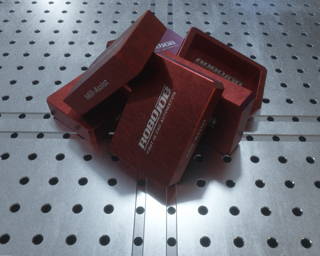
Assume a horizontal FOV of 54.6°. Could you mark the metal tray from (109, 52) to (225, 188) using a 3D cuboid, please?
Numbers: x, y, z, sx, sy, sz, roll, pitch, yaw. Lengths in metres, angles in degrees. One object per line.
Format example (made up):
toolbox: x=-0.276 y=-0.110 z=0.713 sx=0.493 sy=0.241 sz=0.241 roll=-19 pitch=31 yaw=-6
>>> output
metal tray: x=0.004 y=-0.010 z=0.354 sx=0.090 sy=0.129 sz=0.030 roll=31 pitch=18 yaw=24

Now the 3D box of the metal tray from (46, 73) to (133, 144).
metal tray: x=-0.080 y=-0.047 z=0.443 sx=0.090 sy=0.030 sz=0.131 roll=32 pitch=57 yaw=23

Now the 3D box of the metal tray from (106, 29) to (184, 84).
metal tray: x=-0.005 y=-0.109 z=0.472 sx=0.131 sy=0.030 sz=0.090 roll=-27 pitch=57 yaw=-38

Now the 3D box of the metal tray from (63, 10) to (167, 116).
metal tray: x=-0.056 y=-0.075 z=0.372 sx=0.030 sy=0.130 sz=0.090 roll=42 pitch=49 yaw=-21

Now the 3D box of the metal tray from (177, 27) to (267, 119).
metal tray: x=0.084 y=-0.079 z=0.440 sx=0.130 sy=0.030 sz=0.090 roll=28 pitch=52 yaw=-6

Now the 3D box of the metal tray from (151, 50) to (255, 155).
metal tray: x=0.045 y=-0.032 z=0.391 sx=0.130 sy=0.090 sz=0.030 roll=31 pitch=57 yaw=23
